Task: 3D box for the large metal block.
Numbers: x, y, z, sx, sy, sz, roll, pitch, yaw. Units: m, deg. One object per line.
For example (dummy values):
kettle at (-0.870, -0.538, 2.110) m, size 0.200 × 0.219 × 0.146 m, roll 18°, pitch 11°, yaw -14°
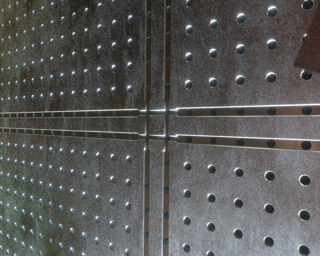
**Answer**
large metal block at (0.171, -0.074, 0.252) m, size 0.080 × 0.050 × 0.079 m, roll 29°, pitch 108°, yaw 36°
